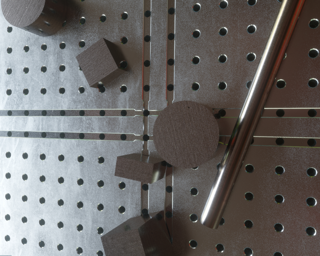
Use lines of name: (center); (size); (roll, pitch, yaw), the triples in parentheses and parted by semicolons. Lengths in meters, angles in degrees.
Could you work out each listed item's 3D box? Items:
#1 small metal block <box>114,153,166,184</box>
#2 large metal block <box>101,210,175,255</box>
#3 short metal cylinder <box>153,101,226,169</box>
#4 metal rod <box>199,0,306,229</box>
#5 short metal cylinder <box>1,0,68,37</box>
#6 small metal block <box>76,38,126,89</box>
small metal block: (-0.024, 0.052, 0.408); (0.050, 0.050, 0.025); (9, 93, 20)
large metal block: (-0.022, 0.159, 0.391); (0.050, 0.080, 0.080); (-19, 84, 19)
short metal cylinder: (0.038, 0.008, 0.386); (0.080, 0.050, 0.080); (0, 90, 20)
metal rod: (0.110, -0.019, 0.373); (0.025, 0.025, 0.298); (22, 97, 18)
short metal cylinder: (-0.187, -0.184, 0.466); (0.080, 0.050, 0.080); (0, 90, 20)
small metal block: (-0.084, -0.091, 0.442); (0.050, 0.025, 0.050); (-30, 81, 17)
